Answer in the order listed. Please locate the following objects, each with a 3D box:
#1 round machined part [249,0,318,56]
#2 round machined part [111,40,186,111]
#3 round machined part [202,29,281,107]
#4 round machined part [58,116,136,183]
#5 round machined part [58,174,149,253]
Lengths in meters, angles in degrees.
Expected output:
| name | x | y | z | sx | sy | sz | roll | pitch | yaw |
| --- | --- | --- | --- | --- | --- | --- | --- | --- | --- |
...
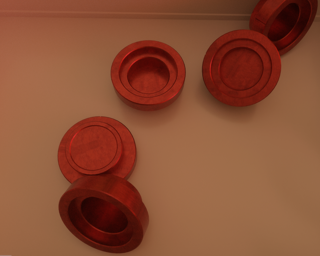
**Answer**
| name | x | y | z | sx | sy | sz | roll | pitch | yaw |
| --- | --- | --- | --- | --- | --- | --- | --- | --- | --- |
| round machined part | 0.165 | -0.151 | 0.432 | 0.099 | 0.098 | 0.042 | -29 | 53 | -10 |
| round machined part | -0.016 | -0.067 | 0.425 | 0.099 | 0.042 | 0.098 | 0 | 70 | -1 |
| round machined part | 0.109 | -0.079 | 0.415 | 0.098 | 0.042 | 0.097 | 3 | 100 | 17 |
| round machined part | -0.079 | 0.030 | 0.389 | 0.099 | 0.042 | 0.098 | 0 | 70 | -1 |
| round machined part | -0.059 | 0.091 | 0.348 | 0.098 | 0.097 | 0.042 | 20 | 35 | 6 |
